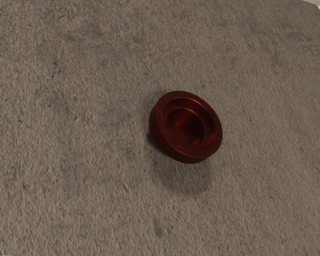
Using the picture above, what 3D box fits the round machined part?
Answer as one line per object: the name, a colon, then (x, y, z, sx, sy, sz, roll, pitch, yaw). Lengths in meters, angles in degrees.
round machined part: (0.030, 0.003, 0.409, 0.099, 0.042, 0.098, 14, 56, -21)
